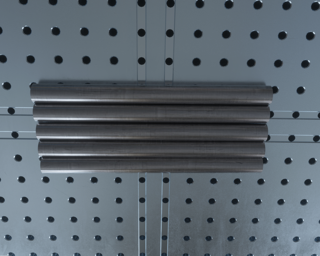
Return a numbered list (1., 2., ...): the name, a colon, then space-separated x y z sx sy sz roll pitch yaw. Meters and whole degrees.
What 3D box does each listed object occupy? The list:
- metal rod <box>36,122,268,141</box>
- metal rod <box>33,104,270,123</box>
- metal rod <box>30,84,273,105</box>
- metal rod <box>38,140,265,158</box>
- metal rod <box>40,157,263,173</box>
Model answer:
1. metal rod: -0.010 0.005 0.415 0.302 0.025 0.025 0 110 -1
2. metal rod: -0.010 -0.020 0.406 0.302 0.025 0.025 0 110 -1
3. metal rod: -0.009 -0.043 0.397 0.302 0.025 0.025 0 110 -1
4. metal rod: -0.010 0.028 0.423 0.302 0.025 0.025 0 110 -1
5. metal rod: -0.010 0.050 0.432 0.302 0.025 0.025 0 110 -1
